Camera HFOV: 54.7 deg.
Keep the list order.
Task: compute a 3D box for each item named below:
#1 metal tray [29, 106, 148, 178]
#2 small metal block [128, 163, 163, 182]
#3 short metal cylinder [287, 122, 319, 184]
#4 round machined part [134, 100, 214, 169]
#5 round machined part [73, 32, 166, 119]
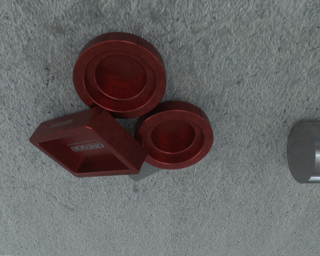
[{"bbox_3d":[-0.091,0.024,0.388,0.130,0.030,0.090,-10,134,40],"label":"metal tray"},{"bbox_3d":[-0.030,0.046,0.446,0.050,0.025,0.050,-28,125,21],"label":"small metal block"},{"bbox_3d":[0.206,0.032,0.402,0.050,0.080,0.079,0,130,-1],"label":"short metal cylinder"},{"bbox_3d":[0.016,0.005,0.399,0.099,0.042,0.097,-2,129,-2],"label":"round machined part"},{"bbox_3d":[-0.043,-0.061,0.344,0.099,0.042,0.097,-1,130,0],"label":"round machined part"}]
